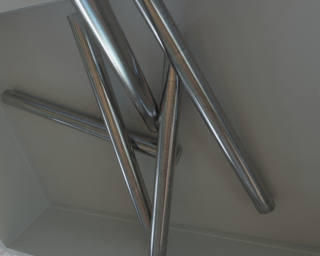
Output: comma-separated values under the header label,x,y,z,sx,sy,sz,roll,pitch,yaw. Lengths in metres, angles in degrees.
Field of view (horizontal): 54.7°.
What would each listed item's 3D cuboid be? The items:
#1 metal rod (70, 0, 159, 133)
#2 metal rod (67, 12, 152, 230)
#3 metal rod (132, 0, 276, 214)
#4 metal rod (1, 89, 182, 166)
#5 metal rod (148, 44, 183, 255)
label,x,y,z,sx,sy,sz,roll,pitch,yaw
metal rod,-0.037,-0.067,0.279,0.025,0.025,0.300,14,159,20
metal rod,-0.058,0.000,0.409,0.025,0.025,0.298,-9,106,31
metal rod,0.059,-0.015,0.347,0.025,0.025,0.299,-19,115,35
metal rod,-0.112,-0.006,0.461,0.301,0.025,0.025,18,126,17
metal rod,0.007,0.047,0.390,0.025,0.025,0.298,12,111,21
